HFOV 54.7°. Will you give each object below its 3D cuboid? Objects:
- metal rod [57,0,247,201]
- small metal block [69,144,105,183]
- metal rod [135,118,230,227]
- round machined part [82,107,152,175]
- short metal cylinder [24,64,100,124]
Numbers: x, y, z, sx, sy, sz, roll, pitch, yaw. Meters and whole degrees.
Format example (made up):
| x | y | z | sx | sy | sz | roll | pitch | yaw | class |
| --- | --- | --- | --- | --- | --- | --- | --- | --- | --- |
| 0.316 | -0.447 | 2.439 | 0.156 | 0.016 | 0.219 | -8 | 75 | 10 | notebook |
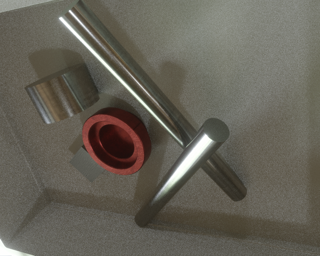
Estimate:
| x | y | z | sx | sy | sz | roll | pitch | yaw | class |
| --- | --- | --- | --- | --- | --- | --- | --- | --- | --- |
| 0.015 | -0.005 | 0.328 | 0.025 | 0.025 | 0.300 | -18 | 131 | 35 | metal rod |
| -0.110 | 0.053 | 0.498 | 0.050 | 0.025 | 0.050 | 44 | 129 | -3 | small metal block |
| 0.010 | 0.077 | 0.397 | 0.025 | 0.025 | 0.298 | 35 | 145 | 5 | metal rod |
| -0.056 | 0.014 | 0.434 | 0.098 | 0.042 | 0.097 | 13 | 124 | 20 | round machined part |
| -0.128 | -0.047 | 0.409 | 0.080 | 0.080 | 0.050 | -9 | 114 | 31 | short metal cylinder |
